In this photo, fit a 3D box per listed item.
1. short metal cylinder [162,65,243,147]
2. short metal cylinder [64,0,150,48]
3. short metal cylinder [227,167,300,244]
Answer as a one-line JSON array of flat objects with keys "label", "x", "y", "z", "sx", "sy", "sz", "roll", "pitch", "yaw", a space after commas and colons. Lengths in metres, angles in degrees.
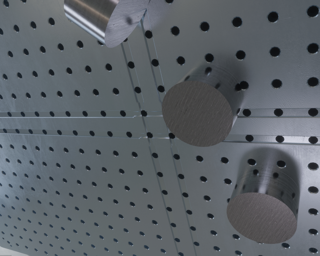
[{"label": "short metal cylinder", "x": 0.049, "y": -0.025, "z": 0.353, "sx": 0.080, "sy": 0.050, "sz": 0.079, "roll": 13, "pitch": 124, "yaw": 21}, {"label": "short metal cylinder", "x": -0.052, "y": -0.132, "z": 0.322, "sx": 0.050, "sy": 0.080, "sz": 0.079, "roll": 36, "pitch": 129, "yaw": 4}, {"label": "short metal cylinder", "x": 0.129, "y": 0.096, "z": 0.386, "sx": 0.080, "sy": 0.050, "sz": 0.079, "roll": 13, "pitch": 124, "yaw": 21}]
